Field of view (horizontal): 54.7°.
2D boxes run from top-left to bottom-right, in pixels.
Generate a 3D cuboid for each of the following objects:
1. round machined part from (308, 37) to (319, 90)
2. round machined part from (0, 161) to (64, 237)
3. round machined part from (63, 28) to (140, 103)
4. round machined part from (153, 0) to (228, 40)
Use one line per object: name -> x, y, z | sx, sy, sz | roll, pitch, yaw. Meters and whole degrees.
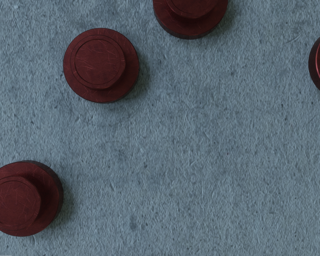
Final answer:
round machined part -> 0.242, -0.084, 0.403 | 0.099, 0.042, 0.097 | 0, 90, 0
round machined part -> -0.180, 0.093, 0.400 | 0.099, 0.042, 0.097 | 0, 90, 0
round machined part -> -0.076, -0.081, 0.401 | 0.099, 0.042, 0.097 | 0, 90, 0
round machined part -> 0.040, -0.169, 0.401 | 0.099, 0.042, 0.097 | 0, 90, 0
